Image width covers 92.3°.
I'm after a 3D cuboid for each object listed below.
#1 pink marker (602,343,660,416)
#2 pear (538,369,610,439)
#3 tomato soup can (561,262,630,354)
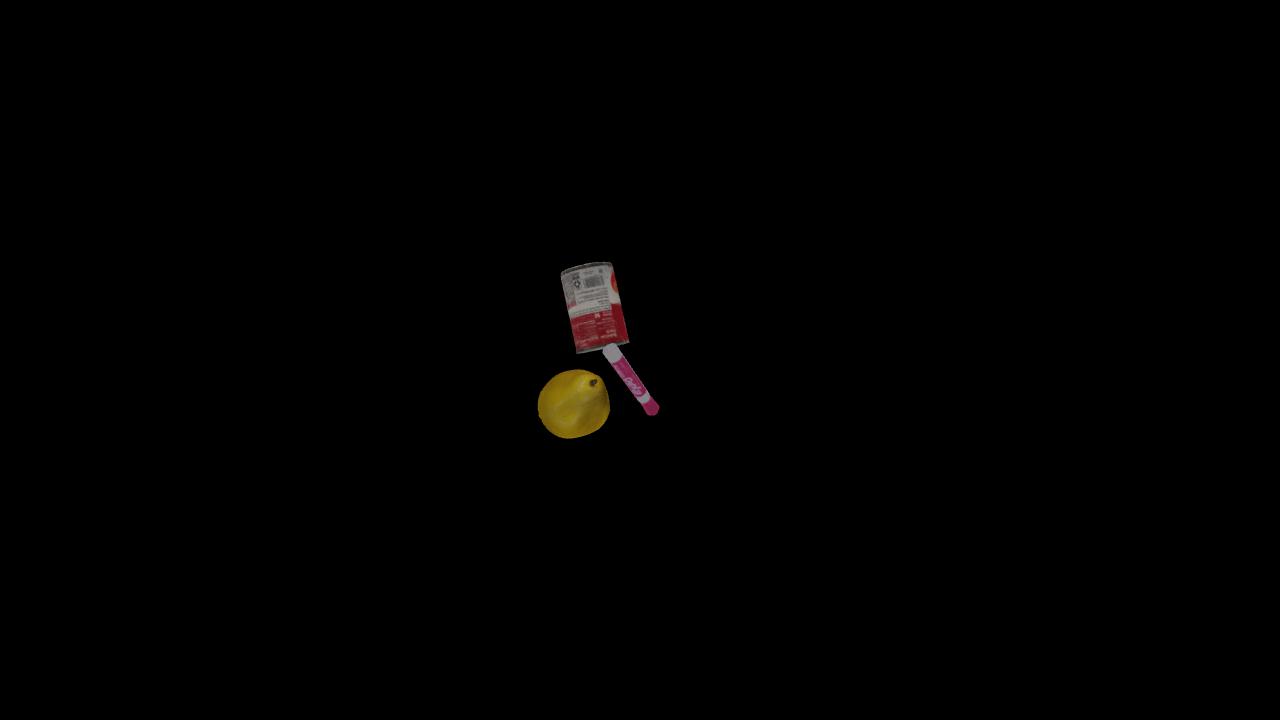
[{"bbox_3d":[-0.008,0.027,0.743,0.020,0.020,0.121,0,-42,37],"label":"pink marker"},{"bbox_3d":[-0.061,0.036,0.655,0.080,0.080,0.111,0,-29,-35],"label":"pear"},{"bbox_3d":[-0.056,-0.064,0.756,0.068,0.101,0.068,-13,0,0],"label":"tomato soup can"}]
